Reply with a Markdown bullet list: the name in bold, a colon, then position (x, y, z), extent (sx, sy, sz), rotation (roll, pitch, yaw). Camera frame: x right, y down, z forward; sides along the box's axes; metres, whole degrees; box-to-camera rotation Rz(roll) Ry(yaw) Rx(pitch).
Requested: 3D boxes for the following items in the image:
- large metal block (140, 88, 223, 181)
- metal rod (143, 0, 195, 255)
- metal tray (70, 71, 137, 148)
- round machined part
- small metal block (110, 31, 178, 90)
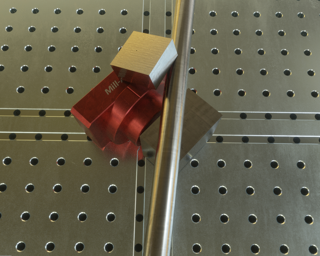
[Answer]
- **large metal block**: position (0.024, 0.011, 0.376), extent (0.050, 0.080, 0.080), rotation (41, 75, 13)
- **metal rod**: position (0.014, -0.021, 0.334), extent (0.025, 0.025, 0.299), rotation (7, 70, 2)
- **metal tray**: position (-0.044, -0.040, 0.391), extent (0.030, 0.090, 0.130), rotation (41, 75, 13)
- **round machined part**: position (-0.021, -0.016, 0.383), extent (0.042, 0.098, 0.098), rotation (41, 75, 13)
- **small metal block**: position (-0.017, -0.074, 0.335), extent (0.050, 0.025, 0.050), rotation (20, 68, 26)
